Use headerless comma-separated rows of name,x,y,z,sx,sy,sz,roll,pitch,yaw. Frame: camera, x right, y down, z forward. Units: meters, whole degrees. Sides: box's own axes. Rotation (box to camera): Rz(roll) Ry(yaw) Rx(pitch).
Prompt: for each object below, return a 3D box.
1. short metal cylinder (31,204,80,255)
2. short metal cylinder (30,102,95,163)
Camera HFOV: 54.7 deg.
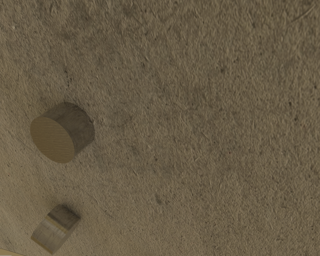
short metal cylinder,-0.200,0.195,0.597,0.050,0.080,0.079,36,129,4
short metal cylinder,-0.148,0.007,0.473,0.080,0.050,0.079,13,124,21
